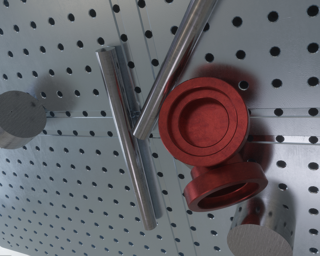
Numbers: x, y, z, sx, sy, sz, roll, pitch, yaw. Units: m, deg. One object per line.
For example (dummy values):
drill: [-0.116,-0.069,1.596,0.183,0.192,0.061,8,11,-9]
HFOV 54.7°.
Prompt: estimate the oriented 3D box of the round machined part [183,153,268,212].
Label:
round machined part: [0.076,0.064,0.377,0.097,0.099,0.042,-45,49,39]

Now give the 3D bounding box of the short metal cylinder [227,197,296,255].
short metal cylinder: [0.135,0.140,0.410,0.080,0.050,0.079,13,124,21]

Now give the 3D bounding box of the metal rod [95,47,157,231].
metal rod: [-0.043,0.032,0.453,0.025,0.025,0.298,3,120,26]

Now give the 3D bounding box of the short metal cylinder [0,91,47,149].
short metal cylinder: [-0.230,-0.012,0.489,0.050,0.080,0.080,-29,102,38]

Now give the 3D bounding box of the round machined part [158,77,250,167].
round machined part: [0.051,-0.005,0.350,0.098,0.042,0.097,-3,81,20]

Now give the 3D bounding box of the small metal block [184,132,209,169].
small metal block: [0.050,0.027,0.402,0.050,0.025,0.050,40,129,0]

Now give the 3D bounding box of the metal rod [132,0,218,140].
metal rod: [0.028,-0.096,0.336,0.025,0.025,0.298,33,129,7]
